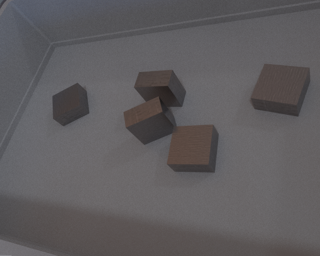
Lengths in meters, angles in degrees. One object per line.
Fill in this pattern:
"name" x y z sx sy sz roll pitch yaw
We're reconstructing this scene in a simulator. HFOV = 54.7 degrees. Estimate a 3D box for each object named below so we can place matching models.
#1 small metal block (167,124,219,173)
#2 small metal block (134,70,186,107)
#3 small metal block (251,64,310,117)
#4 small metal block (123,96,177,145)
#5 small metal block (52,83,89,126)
"small metal block" 0.040 0.025 0.369 0.050 0.025 0.050 -3 60 26
"small metal block" 0.001 -0.052 0.420 0.050 0.050 0.025 2 63 28
"small metal block" 0.140 -0.045 0.359 0.050 0.025 0.050 14 69 33
"small metal block" -0.011 -0.008 0.399 0.050 0.050 0.025 -23 54 14
"small metal block" -0.145 -0.038 0.503 0.050 0.025 0.050 -25 53 12
